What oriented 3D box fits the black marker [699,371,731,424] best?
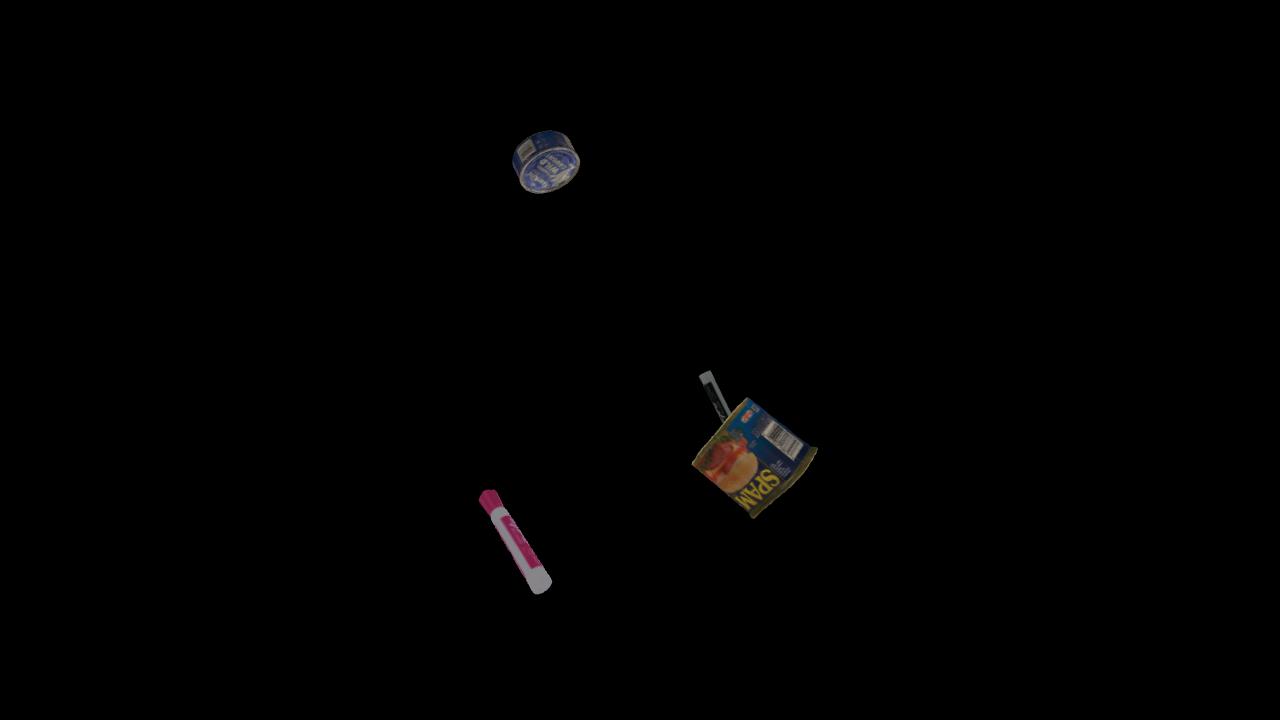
[{"bbox_3d":[0.117,0.072,0.856,0.020,0.121,0.020,-25,-10,-5],"label":"black marker"}]

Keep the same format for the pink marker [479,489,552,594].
[{"bbox_3d":[-0.118,0.163,0.567,0.020,0.020,0.121,0,33,-42],"label":"pink marker"}]

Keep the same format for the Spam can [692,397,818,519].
[{"bbox_3d":[0.110,0.097,0.615,0.058,0.085,0.101,-42,-12,-42],"label":"Spam can"}]

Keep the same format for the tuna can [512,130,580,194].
[{"bbox_3d":[-0.124,-0.259,0.807,0.084,0.034,0.084,-24,-17,-8],"label":"tuna can"}]
